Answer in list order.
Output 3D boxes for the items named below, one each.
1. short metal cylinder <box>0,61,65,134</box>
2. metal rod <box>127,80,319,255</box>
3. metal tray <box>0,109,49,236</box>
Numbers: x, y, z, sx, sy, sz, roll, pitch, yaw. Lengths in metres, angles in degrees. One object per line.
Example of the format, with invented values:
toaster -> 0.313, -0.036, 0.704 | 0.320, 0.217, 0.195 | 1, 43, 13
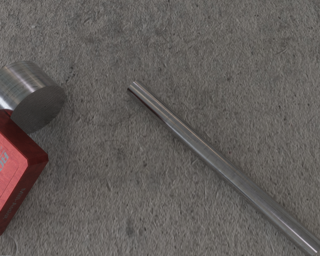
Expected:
short metal cylinder -> -0.169, -0.037, 0.391 | 0.050, 0.080, 0.080 | 42, 75, 13
metal rod -> 0.071, 0.041, 0.393 | 0.300, 0.025, 0.025 | 42, 75, 14
metal tray -> -0.193, 0.055, 0.349 | 0.090, 0.030, 0.129 | 40, 107, 13
